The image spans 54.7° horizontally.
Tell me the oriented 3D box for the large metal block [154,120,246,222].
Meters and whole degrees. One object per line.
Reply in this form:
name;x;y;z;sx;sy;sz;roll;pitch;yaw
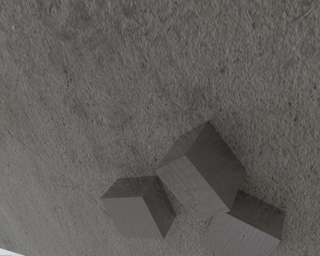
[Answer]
large metal block;0.051;0.050;0.375;0.050;0.080;0.080;-32;101;38

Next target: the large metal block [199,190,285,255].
large metal block;0.109;0.136;0.417;0.080;0.050;0.079;25;127;13

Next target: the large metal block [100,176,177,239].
large metal block;-0.032;0.124;0.485;0.080;0.050;0.080;-11;113;32
